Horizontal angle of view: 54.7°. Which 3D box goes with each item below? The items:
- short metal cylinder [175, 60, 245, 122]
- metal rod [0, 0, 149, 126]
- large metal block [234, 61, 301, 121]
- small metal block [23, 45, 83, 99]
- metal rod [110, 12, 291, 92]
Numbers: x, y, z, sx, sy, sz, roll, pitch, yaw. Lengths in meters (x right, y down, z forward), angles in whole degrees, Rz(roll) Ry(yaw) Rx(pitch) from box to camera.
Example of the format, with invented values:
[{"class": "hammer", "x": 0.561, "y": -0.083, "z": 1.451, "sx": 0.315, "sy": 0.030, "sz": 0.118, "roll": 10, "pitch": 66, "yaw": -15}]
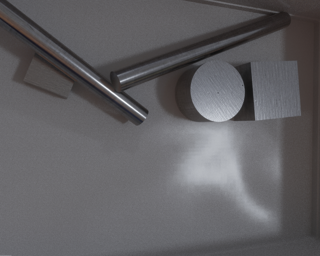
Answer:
[{"class": "short metal cylinder", "x": 0.067, "y": -0.048, "z": 0.423, "sx": 0.081, "sy": 0.050, "sz": 0.079, "roll": 0, "pitch": 90, "yaw": -20}, {"class": "metal rod", "x": -0.130, "y": -0.094, "z": 0.325, "sx": 0.301, "sy": 0.025, "sz": 0.025, "roll": 37, "pitch": 78, "yaw": -27}, {"class": "large metal block", "x": 0.155, "y": -0.054, "z": 0.456, "sx": 0.081, "sy": 0.050, "sz": 0.079, "roll": -6, "pitch": 92, "yaw": -20}, {"class": "small metal block", "x": -0.125, "y": -0.067, "z": 0.365, "sx": 0.050, "sy": 0.025, "sz": 0.050, "roll": 22, "pitch": 83, "yaw": -19}, {"class": "metal rod", "x": 0.072, "y": -0.111, "z": 0.417, "sx": 0.302, "sy": 0.025, "sz": 0.025, "roll": -26, "pitch": 99, "yaw": -26}]
